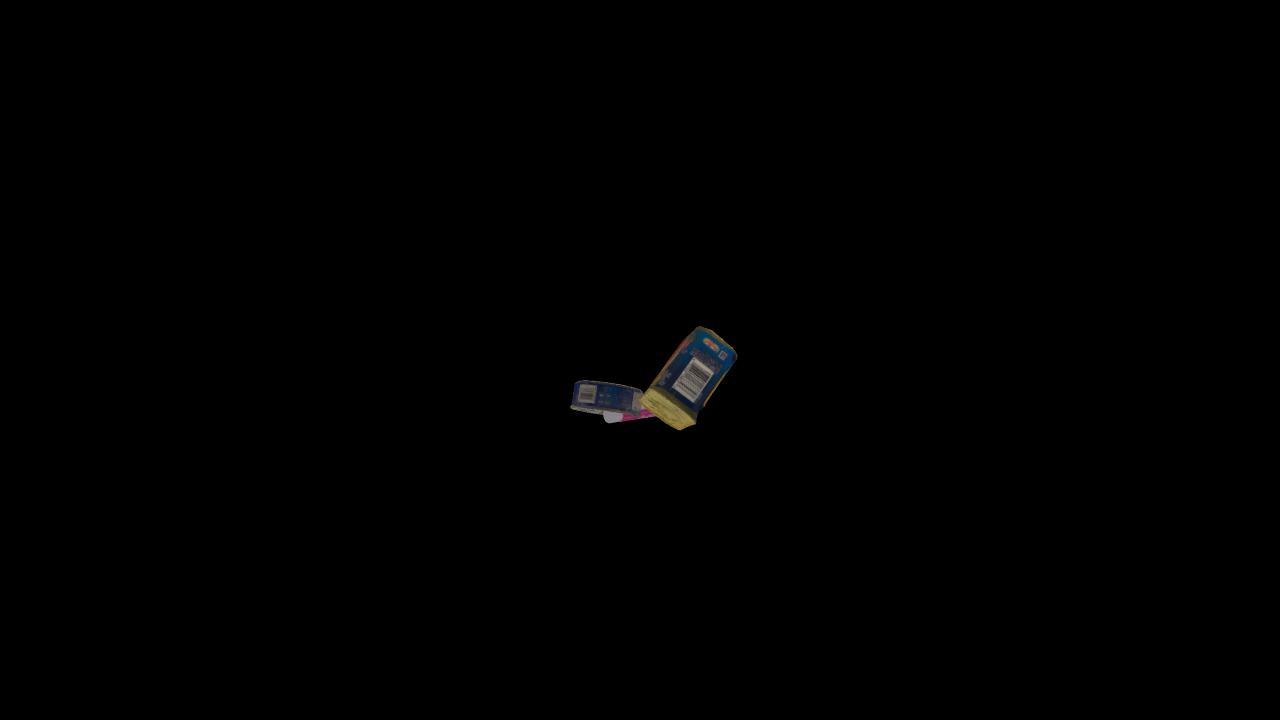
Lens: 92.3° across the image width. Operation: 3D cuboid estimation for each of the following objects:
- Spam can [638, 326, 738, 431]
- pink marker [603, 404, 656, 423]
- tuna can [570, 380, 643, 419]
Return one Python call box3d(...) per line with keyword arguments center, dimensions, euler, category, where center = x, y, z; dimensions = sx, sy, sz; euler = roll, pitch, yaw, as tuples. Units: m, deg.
box3d(center=(0.050, 0.020, 0.641), dimensions=(0.058, 0.085, 0.101), euler=(37, -14, -1), category="Spam can")
box3d(center=(0.008, 0.061, 0.747), dimensions=(0.121, 0.020, 0.020), euler=(-3, 2, -42), category="pink marker")
box3d(center=(-0.039, 0.047, 0.732), dimensions=(0.084, 0.034, 0.084), euler=(7, -9, 1), category="tuna can")
